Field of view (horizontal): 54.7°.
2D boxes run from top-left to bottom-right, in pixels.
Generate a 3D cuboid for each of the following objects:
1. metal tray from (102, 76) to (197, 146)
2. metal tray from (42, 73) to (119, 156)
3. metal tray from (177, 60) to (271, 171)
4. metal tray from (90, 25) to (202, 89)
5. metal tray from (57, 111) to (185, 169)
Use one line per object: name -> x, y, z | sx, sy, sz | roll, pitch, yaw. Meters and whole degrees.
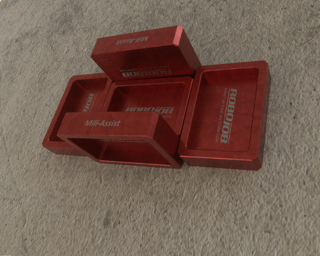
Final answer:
metal tray -> -0.018, -0.023, 0.424 | 0.130, 0.030, 0.090 | 1, 62, 28
metal tray -> -0.116, -0.022, 0.474 | 0.090, 0.030, 0.130 | 1, 62, 28
metal tray -> 0.079, -0.017, 0.371 | 0.090, 0.030, 0.130 | 1, 62, 28
metal tray -> -0.017, -0.089, 0.426 | 0.130, 0.090, 0.030 | 0, 62, 28
metal tray -> -0.045, 0.016, 0.374 | 0.130, 0.090, 0.030 | 0, 62, 28
